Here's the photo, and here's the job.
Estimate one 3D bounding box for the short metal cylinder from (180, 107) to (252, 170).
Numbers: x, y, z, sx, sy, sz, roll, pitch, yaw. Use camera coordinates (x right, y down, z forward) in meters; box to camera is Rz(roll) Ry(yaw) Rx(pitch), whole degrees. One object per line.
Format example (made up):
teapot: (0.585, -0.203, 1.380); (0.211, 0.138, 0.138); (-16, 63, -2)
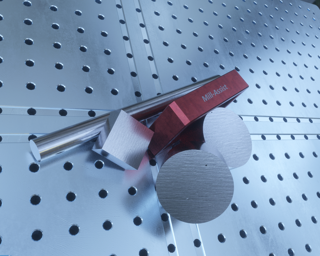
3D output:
short metal cylinder: (0.074, 0.019, 0.409); (0.081, 0.050, 0.080); (13, 64, -28)

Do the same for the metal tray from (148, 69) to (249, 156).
metal tray: (0.046, -0.021, 0.399); (0.131, 0.090, 0.030); (-30, 79, -38)

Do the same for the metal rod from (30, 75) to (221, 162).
metal rod: (-0.017, -0.025, 0.409); (0.302, 0.025, 0.025); (-24, 75, -36)

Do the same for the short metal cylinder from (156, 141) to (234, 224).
short metal cylinder: (0.038, 0.058, 0.345); (0.080, 0.080, 0.050); (40, 9, -1)

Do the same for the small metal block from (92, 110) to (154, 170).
small metal block: (-0.041, 0.015, 0.356); (0.050, 0.025, 0.050); (36, 65, -29)
